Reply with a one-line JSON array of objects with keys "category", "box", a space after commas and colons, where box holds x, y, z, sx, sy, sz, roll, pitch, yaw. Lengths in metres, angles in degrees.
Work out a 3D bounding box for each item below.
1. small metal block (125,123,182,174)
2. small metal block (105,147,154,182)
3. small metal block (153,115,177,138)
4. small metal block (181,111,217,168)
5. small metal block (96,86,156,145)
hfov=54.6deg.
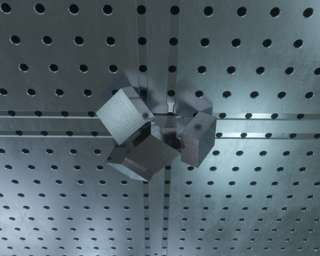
[{"category": "small metal block", "box": [-0.009, 0.026, 0.400, 0.050, 0.025, 0.050, 33, 122, -26]}, {"category": "small metal block", "box": [-0.041, 0.051, 0.438, 0.050, 0.025, 0.050, 37, 158, -27]}, {"category": "small metal block", "box": [-0.004, 0.010, 0.420, 0.050, 0.025, 0.050, 1, 133, -1]}, {"category": "small metal block", "box": [0.050, 0.015, 0.404, 0.025, 0.050, 0.050, 21, 136, 26]}, {"category": "small metal block", "box": [-0.042, -0.015, 0.382, 0.050, 0.025, 0.050, -39, 85, 28]}]
